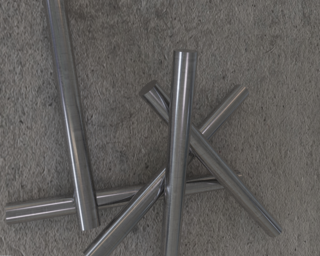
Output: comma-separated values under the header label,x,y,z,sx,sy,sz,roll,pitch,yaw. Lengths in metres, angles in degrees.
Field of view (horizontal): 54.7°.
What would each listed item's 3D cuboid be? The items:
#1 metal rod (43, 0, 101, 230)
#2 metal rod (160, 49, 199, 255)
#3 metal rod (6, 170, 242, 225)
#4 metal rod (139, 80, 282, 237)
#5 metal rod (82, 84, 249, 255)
label,x,y,z,sx,sy,sz,roll,pitch,yaw
metal rod,-0.104,-0.036,0.355,0.025,0.025,0.298,-9,88,-20
metal rod,0.018,0.062,0.361,0.025,0.025,0.298,-5,113,-20
metal rod,-0.029,0.084,0.398,0.303,0.025,0.025,-5,92,-20
metal rod,0.079,0.055,0.403,0.025,0.025,0.300,-50,116,-13
metal rod,0.022,0.045,0.396,0.301,0.025,0.025,-46,104,-22
